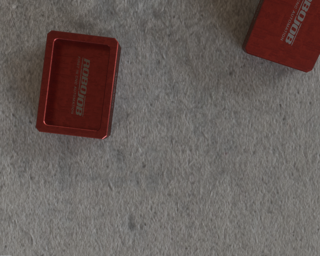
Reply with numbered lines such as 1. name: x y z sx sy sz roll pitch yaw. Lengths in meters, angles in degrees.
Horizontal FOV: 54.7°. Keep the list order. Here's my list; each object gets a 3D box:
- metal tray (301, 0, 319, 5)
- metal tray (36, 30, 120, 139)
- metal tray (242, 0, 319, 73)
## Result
1. metal tray: 0.197 -0.237 0.391 0.090 0.030 0.130 -34 101 9
2. metal tray: -0.105 -0.055 0.405 0.091 0.030 0.129 7 90 -1
3. metal tray: 0.171 -0.146 0.389 0.090 0.030 0.129 18 110 -1
